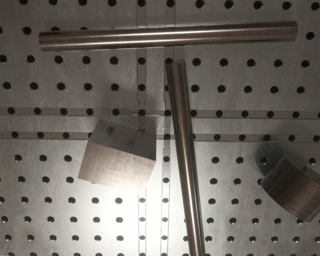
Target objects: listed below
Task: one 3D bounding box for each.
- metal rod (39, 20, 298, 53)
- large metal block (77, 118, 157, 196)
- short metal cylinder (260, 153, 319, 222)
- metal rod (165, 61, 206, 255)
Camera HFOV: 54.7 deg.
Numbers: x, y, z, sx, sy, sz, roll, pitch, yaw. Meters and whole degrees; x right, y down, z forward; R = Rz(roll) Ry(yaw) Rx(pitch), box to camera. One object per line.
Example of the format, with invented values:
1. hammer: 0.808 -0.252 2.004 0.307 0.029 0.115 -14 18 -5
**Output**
1. metal rod: 0.010 -0.110 0.372 0.302 0.025 0.025 -3 110 0
2. large metal block: -0.051 0.035 0.396 0.080 0.080 0.050 17 109 -7
3. short metal cylinder: 0.185 0.078 0.416 0.080 0.080 0.050 30 107 -11
4. metal rod: 0.039 0.057 0.435 0.025 0.025 0.298 -7 110 2
